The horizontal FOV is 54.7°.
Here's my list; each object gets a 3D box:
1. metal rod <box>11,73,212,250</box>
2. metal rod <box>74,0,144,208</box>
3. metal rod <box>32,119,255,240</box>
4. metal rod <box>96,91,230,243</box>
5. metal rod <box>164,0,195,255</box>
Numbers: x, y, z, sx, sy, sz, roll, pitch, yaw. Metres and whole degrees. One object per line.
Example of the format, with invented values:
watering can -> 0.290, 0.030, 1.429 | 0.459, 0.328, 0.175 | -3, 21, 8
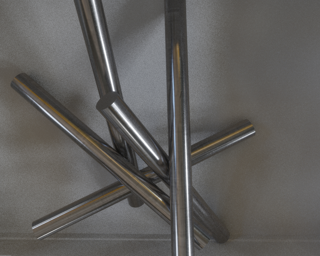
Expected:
metal rod -> -0.062, 0.036, 0.374 | 0.300, 0.025, 0.025 | 40, 106, 5
metal rod -> -0.051, -0.013, 0.364 | 0.025, 0.025, 0.298 | -7, 126, 2
metal rod -> -0.016, 0.063, 0.398 | 0.301, 0.025, 0.025 | -25, 109, -6
metal rod -> 0.022, 0.069, 0.384 | 0.025, 0.025, 0.300 | -30, 128, 10
metal rod -> 0.021, -0.002, 0.347 | 0.025, 0.025, 0.298 | -2, 86, 0
